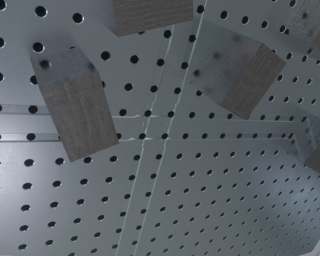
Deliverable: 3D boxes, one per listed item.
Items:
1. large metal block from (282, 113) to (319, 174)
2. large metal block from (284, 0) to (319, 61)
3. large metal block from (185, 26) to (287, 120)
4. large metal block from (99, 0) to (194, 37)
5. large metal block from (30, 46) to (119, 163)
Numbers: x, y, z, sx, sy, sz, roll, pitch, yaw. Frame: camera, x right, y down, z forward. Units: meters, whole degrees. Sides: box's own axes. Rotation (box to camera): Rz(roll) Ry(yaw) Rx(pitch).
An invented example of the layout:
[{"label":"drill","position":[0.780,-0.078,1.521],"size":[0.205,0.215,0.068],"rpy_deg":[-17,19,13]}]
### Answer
[{"label":"large metal block","position":[0.287,0.031,0.570],"size":[0.080,0.050,0.080],"rpy_deg":[25,105,-37]},{"label":"large metal block","position":[0.236,-0.144,0.434],"size":[0.080,0.050,0.080],"rpy_deg":[21,107,-36]},{"label":"large metal block","position":[0.089,-0.069,0.381],"size":[0.050,0.080,0.080],"rpy_deg":[23,106,-37]},{"label":"large metal block","position":[-0.017,-0.142,0.298],"size":[0.081,0.050,0.080],"rpy_deg":[-19,126,-17]},{"label":"large metal block","position":[-0.086,-0.027,0.312],"size":[0.050,0.080,0.080],"rpy_deg":[-21,127,-16]}]
